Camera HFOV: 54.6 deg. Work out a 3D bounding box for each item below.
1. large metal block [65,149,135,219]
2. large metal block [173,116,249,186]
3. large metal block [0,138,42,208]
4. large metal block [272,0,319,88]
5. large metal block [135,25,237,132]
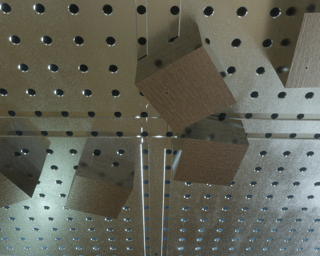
[{"bbox_3d":[-0.090,0.087,0.468,0.080,0.050,0.080,17,128,-14],"label":"large metal block"},{"bbox_3d":[0.064,0.030,0.421,0.080,0.050,0.079,7,130,-6],"label":"large metal block"},{"bbox_3d":[-0.239,0.070,0.453,0.080,0.050,0.080,-20,128,16],"label":"large metal block"},{"bbox_3d":[0.171,-0.090,0.320,0.080,0.050,0.080,-2,130,1],"label":"large metal block"},{"bbox_3d":[0.029,-0.053,0.350,0.080,0.050,0.080,-26,126,20],"label":"large metal block"}]
